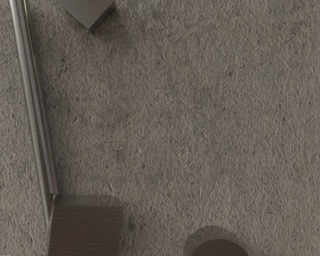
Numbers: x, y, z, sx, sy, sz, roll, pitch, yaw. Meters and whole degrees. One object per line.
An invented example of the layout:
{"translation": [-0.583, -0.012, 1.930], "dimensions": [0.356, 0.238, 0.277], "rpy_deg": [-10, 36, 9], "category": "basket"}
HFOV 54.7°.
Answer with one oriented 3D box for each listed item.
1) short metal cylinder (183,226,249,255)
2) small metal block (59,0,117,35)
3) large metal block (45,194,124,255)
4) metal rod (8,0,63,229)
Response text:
{"translation": [0.072, 0.174, 0.399], "dimensions": [0.081, 0.050, 0.079], "rpy_deg": [0, 90, -1], "category": "short metal cylinder"}
{"translation": [-0.094, -0.162, 0.409], "dimensions": [0.050, 0.025, 0.050], "rpy_deg": [42, 90, -1], "category": "small metal block"}
{"translation": [-0.095, 0.129, 0.384], "dimensions": [0.081, 0.050, 0.079], "rpy_deg": [7, 90, -21], "category": "large metal block"}
{"translation": [-0.162, -0.019, 0.407], "dimensions": [0.025, 0.025, 0.298], "rpy_deg": [-9, 90, 0], "category": "metal rod"}
